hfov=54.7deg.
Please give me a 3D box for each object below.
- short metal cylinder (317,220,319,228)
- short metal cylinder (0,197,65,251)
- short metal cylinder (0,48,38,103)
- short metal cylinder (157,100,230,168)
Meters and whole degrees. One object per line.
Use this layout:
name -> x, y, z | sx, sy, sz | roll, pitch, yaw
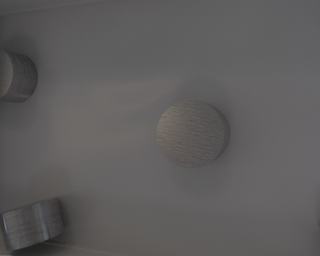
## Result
short metal cylinder -> 0.200, 0.128, 0.311 | 0.050, 0.080, 0.080 | -20, 83, 19
short metal cylinder -> -0.184, 0.136, 0.446 | 0.080, 0.080, 0.050 | -17, 84, 19
short metal cylinder -> -0.241, -0.081, 0.482 | 0.080, 0.050, 0.080 | 0, 90, 20
short metal cylinder -> 0.042, 0.007, 0.382 | 0.080, 0.050, 0.080 | 0, 90, 20
